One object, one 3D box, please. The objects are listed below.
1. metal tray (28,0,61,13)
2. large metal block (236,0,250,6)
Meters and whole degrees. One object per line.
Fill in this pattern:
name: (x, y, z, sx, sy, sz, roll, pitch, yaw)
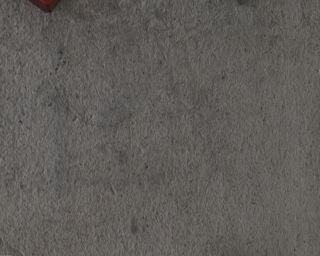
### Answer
metal tray: (-0.156, -0.208, 0.348, 0.130, 0.030, 0.090, 35, 79, -17)
large metal block: (0.124, -0.229, 0.425, 0.080, 0.080, 0.050, 44, 76, -15)
